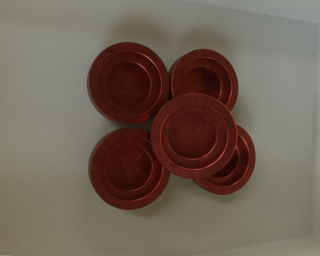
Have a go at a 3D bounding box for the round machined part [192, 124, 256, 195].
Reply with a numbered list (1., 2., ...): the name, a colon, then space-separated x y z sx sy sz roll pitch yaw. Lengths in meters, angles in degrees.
1. round machined part: 0.079 0.040 0.431 0.099 0.042 0.097 0 90 -21

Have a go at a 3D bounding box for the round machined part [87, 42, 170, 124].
1. round machined part: -0.041 -0.053 0.385 0.099 0.042 0.097 0 90 -21

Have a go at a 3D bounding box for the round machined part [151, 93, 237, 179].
1. round machined part: 0.038 0.008 0.370 0.099 0.042 0.097 0 95 -2

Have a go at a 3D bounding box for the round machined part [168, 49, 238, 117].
1. round machined part: 0.053 -0.054 0.420 0.099 0.042 0.097 0 90 -21

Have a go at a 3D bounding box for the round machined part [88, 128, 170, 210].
1. round machined part: -0.040 0.048 0.386 0.099 0.042 0.097 0 90 -21
